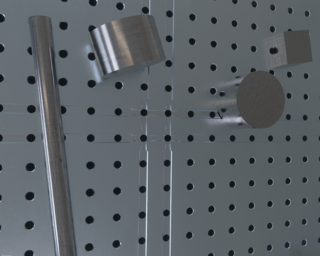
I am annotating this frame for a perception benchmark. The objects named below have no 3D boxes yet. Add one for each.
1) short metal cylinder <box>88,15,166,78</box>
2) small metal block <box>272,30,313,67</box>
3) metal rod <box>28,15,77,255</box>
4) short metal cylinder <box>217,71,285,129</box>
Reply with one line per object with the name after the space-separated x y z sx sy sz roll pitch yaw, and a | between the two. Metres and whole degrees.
-0.038 -0.095 0.369 0.081 0.080 0.050 -19 97 -19 | short metal cylinder
0.210 -0.126 0.490 0.050 0.025 0.050 -10 94 -20 | small metal block
-0.125 0.021 0.366 0.025 0.025 0.298 -6 92 -20 | metal rod
0.131 -0.039 0.448 0.081 0.050 0.079 0 90 -20 | short metal cylinder
